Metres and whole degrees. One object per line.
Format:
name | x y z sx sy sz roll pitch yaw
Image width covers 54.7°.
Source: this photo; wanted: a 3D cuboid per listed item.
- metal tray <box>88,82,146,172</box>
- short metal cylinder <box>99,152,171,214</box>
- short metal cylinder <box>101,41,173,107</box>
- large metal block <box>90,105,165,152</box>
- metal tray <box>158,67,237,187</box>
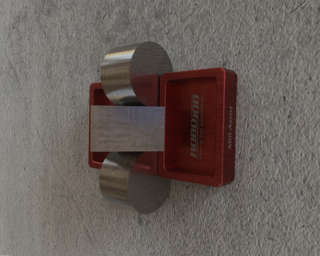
metal tray | -0.065 -0.003 0.458 0.090 0.030 0.129 2 91 40
short metal cylinder | -0.030 0.064 0.395 0.050 0.081 0.079 3 92 40
short metal cylinder | -0.027 -0.066 0.393 0.050 0.081 0.079 3 92 40
large metal block | -0.041 0.000 0.378 0.080 0.081 0.050 -170 81 -80
metal tray | 0.043 -0.002 0.369 0.090 0.030 0.129 2 91 40
